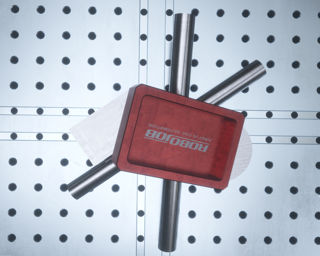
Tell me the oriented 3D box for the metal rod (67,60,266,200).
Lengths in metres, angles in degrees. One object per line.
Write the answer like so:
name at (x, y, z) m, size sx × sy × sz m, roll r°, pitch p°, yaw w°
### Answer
metal rod at (0.009, 0.002, 0.414) m, size 0.301 × 0.025 × 0.025 m, roll -34°, pitch 90°, yaw -1°

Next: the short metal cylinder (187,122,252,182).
short metal cylinder at (0.072, 0.026, 0.401) m, size 0.081 × 0.050 × 0.079 m, roll 0°, pitch 90°, yaw -1°

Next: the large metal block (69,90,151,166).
large metal block at (-0.054, 0.000, 0.385) m, size 0.080 × 0.080 × 0.050 m, roll -34°, pitch 90°, yaw 0°

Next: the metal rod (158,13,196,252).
metal rod at (0.020, 0.013, 0.391) m, size 0.025 × 0.025 × 0.298 m, roll 4°, pitch 99°, yaw -1°

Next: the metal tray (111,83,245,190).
metal tray at (0.022, 0.012, 0.341) m, size 0.131 × 0.030 × 0.089 m, roll 14°, pitch 90°, yaw -19°
